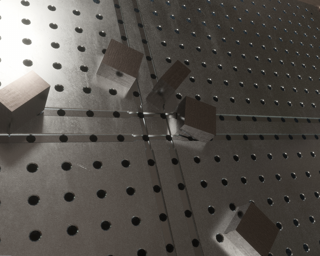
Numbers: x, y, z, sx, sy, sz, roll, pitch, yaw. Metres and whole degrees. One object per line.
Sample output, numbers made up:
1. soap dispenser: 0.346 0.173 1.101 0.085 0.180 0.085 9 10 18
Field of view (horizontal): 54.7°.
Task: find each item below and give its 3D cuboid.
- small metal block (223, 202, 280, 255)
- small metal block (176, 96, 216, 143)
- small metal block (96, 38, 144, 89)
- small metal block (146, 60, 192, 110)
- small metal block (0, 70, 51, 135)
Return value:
1. small metal block: 0.117 0.132 0.393 0.050 0.025 0.050 45 51 3
2. small metal block: 0.052 -0.012 0.446 0.050 0.025 0.050 19 54 -18
3. small metal block: -0.055 -0.091 0.435 0.050 0.025 0.050 23 53 -15
4. small metal block: 0.012 -0.061 0.438 0.025 0.050 0.050 40 51 -2
5. small metal block: -0.148 -0.027 0.329 0.025 0.050 0.050 42 51 -1
